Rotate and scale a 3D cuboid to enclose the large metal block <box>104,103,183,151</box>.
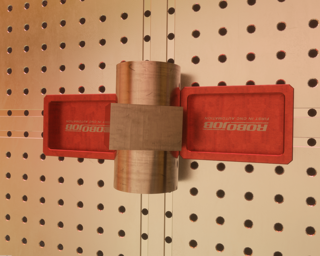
[{"bbox_3d":[-0.024,-0.001,0.376,0.081,0.080,0.050,2,91,-14],"label":"large metal block"}]

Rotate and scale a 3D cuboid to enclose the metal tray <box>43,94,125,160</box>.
[{"bbox_3d":[-0.105,-0.003,0.446,0.130,0.030,0.089,1,90,19],"label":"metal tray"}]

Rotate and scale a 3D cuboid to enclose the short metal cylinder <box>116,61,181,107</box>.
[{"bbox_3d":[-0.015,-0.051,0.388,0.080,0.080,0.050,2,91,20],"label":"short metal cylinder"}]

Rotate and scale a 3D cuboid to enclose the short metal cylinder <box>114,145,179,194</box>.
[{"bbox_3d":[-0.017,0.049,0.389,0.080,0.080,0.050,2,91,20],"label":"short metal cylinder"}]

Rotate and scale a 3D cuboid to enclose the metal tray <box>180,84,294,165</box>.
[{"bbox_3d":[0.091,-0.005,0.377,0.130,0.030,0.089,1,90,19],"label":"metal tray"}]
